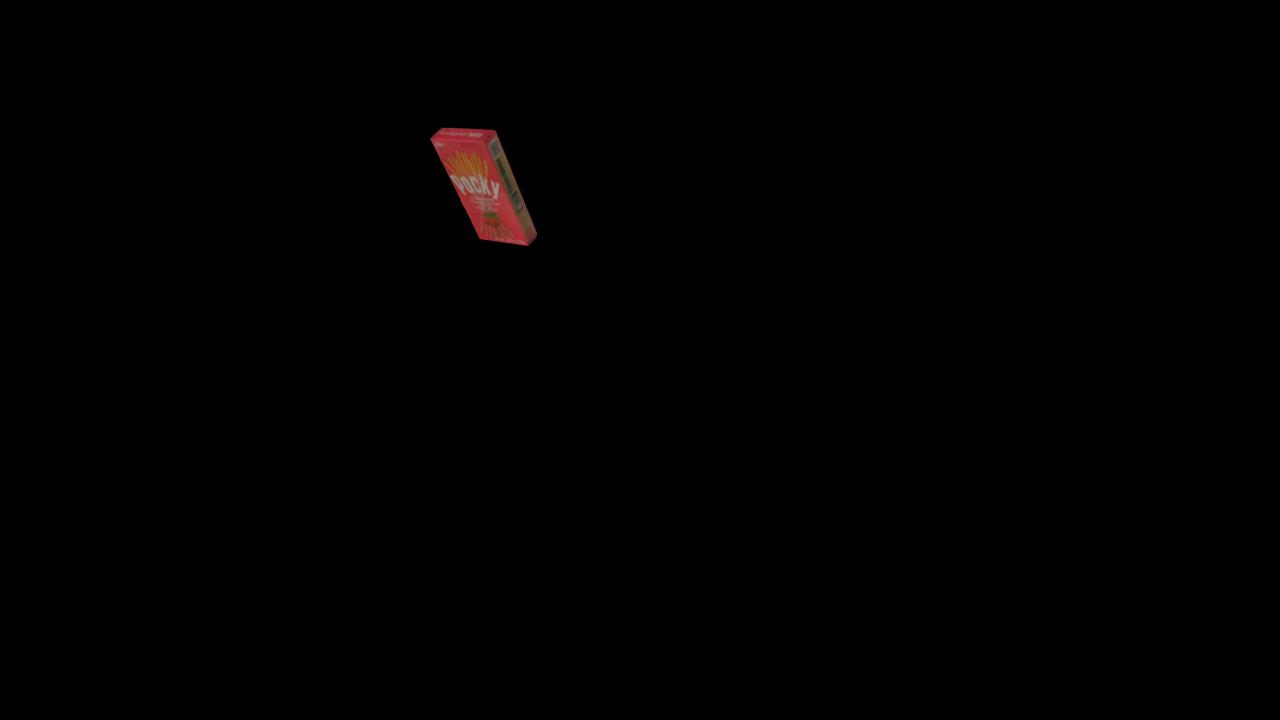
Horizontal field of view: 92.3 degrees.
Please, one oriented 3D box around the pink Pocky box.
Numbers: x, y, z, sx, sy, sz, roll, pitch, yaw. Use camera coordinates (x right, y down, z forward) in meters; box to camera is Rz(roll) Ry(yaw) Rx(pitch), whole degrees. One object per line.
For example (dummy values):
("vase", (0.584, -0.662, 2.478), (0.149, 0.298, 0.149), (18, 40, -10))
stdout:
("pink Pocky box", (-0.193, -0.215, 0.775), (0.084, 0.029, 0.155), (12, -37, 24))
